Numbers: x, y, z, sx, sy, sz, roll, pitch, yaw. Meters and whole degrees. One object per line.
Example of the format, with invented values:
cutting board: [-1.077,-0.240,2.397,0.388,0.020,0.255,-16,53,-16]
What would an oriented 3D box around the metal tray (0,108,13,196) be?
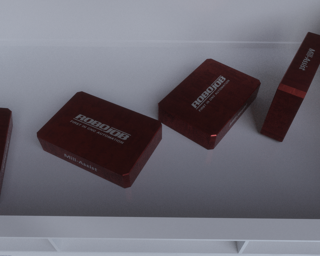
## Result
metal tray: [-0.229,0.030,0.359,0.091,0.030,0.130,4,48,-19]

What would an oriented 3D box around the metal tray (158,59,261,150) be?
metal tray: [0.070,-0.039,0.435,0.090,0.030,0.131,31,56,23]

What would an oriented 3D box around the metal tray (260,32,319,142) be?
metal tray: [0.179,-0.055,0.409,0.030,0.090,0.130,25,54,20]

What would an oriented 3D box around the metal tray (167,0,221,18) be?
metal tray: [0.060,-0.278,0.637,0.091,0.030,0.130,-10,51,-9]

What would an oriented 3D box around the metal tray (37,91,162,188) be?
metal tray: [-0.074,0.010,0.393,0.130,0.030,0.090,21,53,17]
